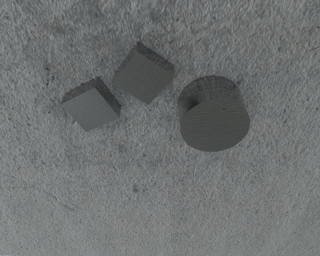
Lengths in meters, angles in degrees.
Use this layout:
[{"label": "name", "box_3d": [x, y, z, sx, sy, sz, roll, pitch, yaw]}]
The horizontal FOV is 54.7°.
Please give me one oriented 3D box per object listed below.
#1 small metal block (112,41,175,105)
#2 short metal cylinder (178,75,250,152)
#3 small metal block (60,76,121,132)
[{"label": "small metal block", "box_3d": [-0.019, -0.062, 0.355, 0.050, 0.025, 0.050, 29, 124, -23]}, {"label": "short metal cylinder", "box_3d": [0.064, -0.017, 0.378, 0.081, 0.050, 0.079, 0, 130, 0]}, {"label": "small metal block", "box_3d": [-0.084, -0.028, 0.382, 0.050, 0.025, 0.050, -23, 127, 17]}]
